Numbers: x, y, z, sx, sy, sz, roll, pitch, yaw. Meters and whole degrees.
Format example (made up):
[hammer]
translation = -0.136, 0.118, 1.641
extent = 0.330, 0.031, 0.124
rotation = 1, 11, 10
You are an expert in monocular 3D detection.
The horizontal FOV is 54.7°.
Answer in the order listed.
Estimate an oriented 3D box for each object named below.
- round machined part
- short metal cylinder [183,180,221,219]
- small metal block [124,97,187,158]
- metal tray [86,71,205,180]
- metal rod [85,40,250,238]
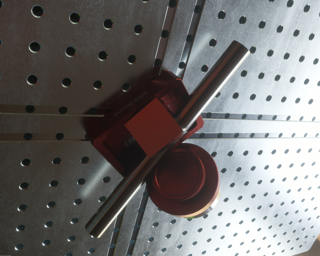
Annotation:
[round machined part]
translation = 0.027, 0.065, 0.407
extent = 0.098, 0.098, 0.042
rotation = -39, 152, -2
[short metal cylinder]
translation = 0.041, 0.083, 0.450
extent = 0.080, 0.080, 0.050
rotation = -37, 130, -4
[small metal block]
translation = -0.005, 0.000, 0.366
extent = 0.050, 0.050, 0.025
rotation = -40, 168, 11
[metal tray]
translation = -0.015, -0.001, 0.400
extent = 0.130, 0.030, 0.090
rotation = -37, 130, -4
[metal rod]
translation = 0.004, 0.020, 0.388
extent = 0.025, 0.025, 0.299
rotation = 32, 100, -39
